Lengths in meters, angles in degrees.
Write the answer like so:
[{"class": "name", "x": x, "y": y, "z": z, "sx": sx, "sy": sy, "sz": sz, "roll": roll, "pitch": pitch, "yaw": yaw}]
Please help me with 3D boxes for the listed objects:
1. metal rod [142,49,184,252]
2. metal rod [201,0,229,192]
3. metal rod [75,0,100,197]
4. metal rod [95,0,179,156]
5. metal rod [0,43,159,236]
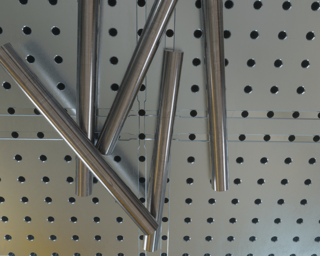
[{"class": "metal rod", "x": 0.001, "y": 0.045, "z": 0.429, "sx": 0.025, "sy": 0.025, "sz": 0.298, "roll": 6, "pitch": 110, "yaw": -3}, {"class": "metal rod", "x": 0.071, "y": -0.054, "z": 0.394, "sx": 0.025, "sy": 0.025, "sz": 0.298, "roll": -6, "pitch": 110, "yaw": 2}, {"class": "metal rod", "x": -0.093, "y": -0.047, "z": 0.394, "sx": 0.025, "sy": 0.025, "sz": 0.298, "roll": 6, "pitch": 110, "yaw": -3}, {"class": "metal rod", "x": -0.016, "y": -0.097, "z": 0.377, "sx": 0.025, "sy": 0.025, "sz": 0.298, "roll": 23, "pitch": 108, "yaw": -9}, {"class": "metal rod", "x": -0.096, "y": 0.027, "z": 0.394, "sx": 0.025, "sy": 0.025, "sz": 0.299, "roll": -32, "pitch": 108, "yaw": 11}]
